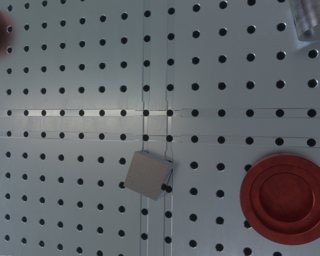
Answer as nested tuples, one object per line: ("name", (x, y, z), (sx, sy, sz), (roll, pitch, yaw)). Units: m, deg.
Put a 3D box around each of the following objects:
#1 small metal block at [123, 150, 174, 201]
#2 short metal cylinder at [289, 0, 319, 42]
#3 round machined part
("small metal block", (-0.015, 0.063, 0.418), (0.050, 0.025, 0.050), (21, 97, 18))
("short metal cylinder", (0.180, -0.129, 0.320), (0.080, 0.080, 0.050), (-13, 86, 19))
("round machined part", (0.143, 0.077, 0.353), (0.098, 0.042, 0.097), (0, 90, 19))
